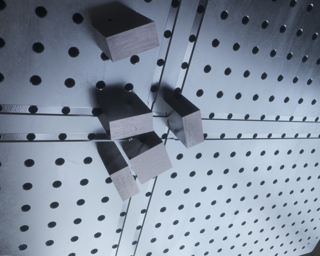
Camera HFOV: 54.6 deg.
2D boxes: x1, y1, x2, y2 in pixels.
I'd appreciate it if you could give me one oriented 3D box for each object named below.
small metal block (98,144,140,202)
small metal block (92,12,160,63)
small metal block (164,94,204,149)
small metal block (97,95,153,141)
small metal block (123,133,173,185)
[{"bbox_3d":[-0.053,0.057,0.401,0.025,0.050,0.050,-27,128,-12],"label":"small metal block"},{"bbox_3d":[-0.035,-0.094,0.317,0.050,0.050,0.025,-23,127,-14],"label":"small metal block"},{"bbox_3d":[0.032,-0.009,0.406,0.025,0.050,0.050,-23,127,-14],"label":"small metal block"},{"bbox_3d":[-0.041,-0.013,0.364,0.050,0.050,0.025,-14,124,-21],"label":"small metal block"},{"bbox_3d":[-0.016,0.042,0.428,0.050,0.025,0.050,-28,128,-11],"label":"small metal block"}]
